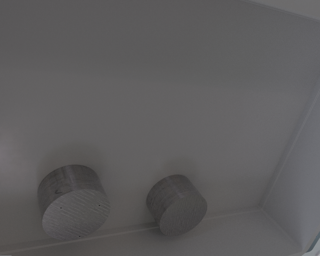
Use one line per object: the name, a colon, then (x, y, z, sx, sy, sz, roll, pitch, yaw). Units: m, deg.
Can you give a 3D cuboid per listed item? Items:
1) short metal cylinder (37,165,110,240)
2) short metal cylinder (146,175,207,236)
short metal cylinder: (-0.109, 0.093, 0.391, 0.081, 0.050, 0.079, -14, 124, -21)
short metal cylinder: (0.025, 0.119, 0.480, 0.081, 0.050, 0.079, -14, 124, -21)
